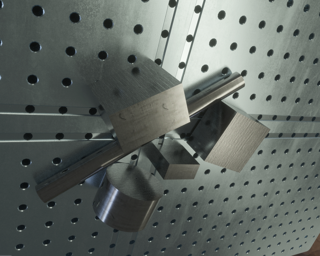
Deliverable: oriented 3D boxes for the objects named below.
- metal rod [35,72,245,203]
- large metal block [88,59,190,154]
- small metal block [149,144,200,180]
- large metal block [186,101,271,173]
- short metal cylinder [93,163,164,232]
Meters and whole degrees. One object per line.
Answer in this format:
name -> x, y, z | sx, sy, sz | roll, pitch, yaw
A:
metal rod -> -0.018, 0.007, 0.406 | 0.301, 0.025, 0.025 | -30, 129, -9
large metal block -> -0.025, -0.028, 0.347 | 0.080, 0.080, 0.050 | -25, 128, -13
small metal block -> 0.020, 0.048, 0.437 | 0.050, 0.050, 0.025 | 5, 116, -31
large metal block -> 0.100, 0.012, 0.456 | 0.080, 0.050, 0.080 | 21, 107, -36
short metal cylinder -> -0.042, 0.090, 0.409 | 0.081, 0.080, 0.050 | 12, 112, -34
